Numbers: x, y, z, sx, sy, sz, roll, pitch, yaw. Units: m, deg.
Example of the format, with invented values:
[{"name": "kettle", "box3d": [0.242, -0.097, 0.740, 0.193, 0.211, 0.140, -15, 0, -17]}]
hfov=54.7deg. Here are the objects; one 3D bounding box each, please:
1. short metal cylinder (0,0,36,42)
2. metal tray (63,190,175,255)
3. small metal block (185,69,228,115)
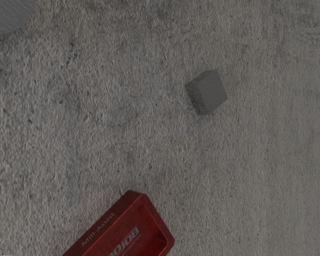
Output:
[{"name": "short metal cylinder", "box3d": [-0.153, -0.114, 0.260, 0.081, 0.050, 0.079, 0, 90, -40]}, {"name": "metal tray", "box3d": [-0.049, 0.149, 0.360, 0.131, 0.030, 0.090, -42, 116, -32]}, {"name": "small metal block", "box3d": [0.070, -0.054, 0.464, 0.050, 0.025, 0.050, -39, 114, -33]}]
